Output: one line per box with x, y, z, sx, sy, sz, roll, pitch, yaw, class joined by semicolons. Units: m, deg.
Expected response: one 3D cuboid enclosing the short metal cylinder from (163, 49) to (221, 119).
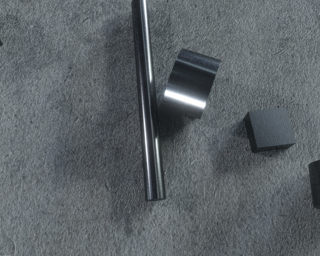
0.041;-0.057;0.400;0.050;0.080;0.080;19;71;6;short metal cylinder

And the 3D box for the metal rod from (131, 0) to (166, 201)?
-0.018;-0.053;0.427;0.025;0.025;0.299;-5;70;-2;metal rod

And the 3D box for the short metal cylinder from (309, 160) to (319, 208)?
0.219;0.066;0.358;0.081;0.080;0.050;2;70;0;short metal cylinder

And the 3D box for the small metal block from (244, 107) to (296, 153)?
0.144;0.003;0.409;0.050;0.025;0.050;-7;70;-3;small metal block

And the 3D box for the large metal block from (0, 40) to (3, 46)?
-0.291;-0.143;0.443;0.080;0.050;0.080;-33;74;-12;large metal block
